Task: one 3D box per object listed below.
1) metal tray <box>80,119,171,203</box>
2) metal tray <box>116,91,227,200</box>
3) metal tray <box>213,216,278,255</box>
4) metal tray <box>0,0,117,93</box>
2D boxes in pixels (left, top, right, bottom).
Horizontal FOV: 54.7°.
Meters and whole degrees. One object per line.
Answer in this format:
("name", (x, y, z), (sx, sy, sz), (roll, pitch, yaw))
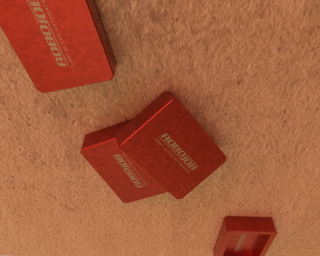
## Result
("metal tray", (-0.041, 0.052, 0.447), (0.090, 0.030, 0.130), (-19, 128, 14))
("metal tray", (0.018, 0.027, 0.406), (0.090, 0.030, 0.130), (-42, 122, 3))
("metal tray", (0.159, 0.220, 0.593), (0.091, 0.030, 0.129), (2, 130, -3))
("metal tray", (-0.107, -0.103, 0.315), (0.090, 0.030, 0.129), (-10, 130, 8))
